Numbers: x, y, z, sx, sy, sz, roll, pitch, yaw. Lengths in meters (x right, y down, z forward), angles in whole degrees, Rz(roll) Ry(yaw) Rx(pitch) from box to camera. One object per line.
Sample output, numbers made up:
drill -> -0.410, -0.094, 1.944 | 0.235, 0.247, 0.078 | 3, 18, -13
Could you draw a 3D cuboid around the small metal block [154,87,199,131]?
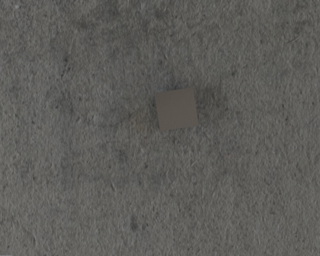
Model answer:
small metal block -> 0.021, -0.024, 0.410 | 0.050, 0.025, 0.050 | -8, 90, 0
